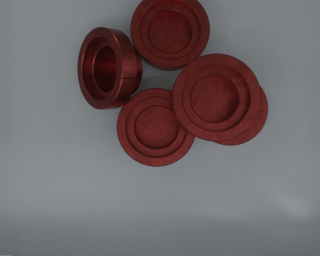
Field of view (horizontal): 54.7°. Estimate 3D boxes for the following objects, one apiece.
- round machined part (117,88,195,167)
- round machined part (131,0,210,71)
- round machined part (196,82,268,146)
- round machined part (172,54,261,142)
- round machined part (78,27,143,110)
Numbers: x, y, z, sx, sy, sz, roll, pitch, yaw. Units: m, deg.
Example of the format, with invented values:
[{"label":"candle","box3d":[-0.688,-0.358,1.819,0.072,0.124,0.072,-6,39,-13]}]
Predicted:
[{"label":"round machined part","box3d":[-0.004,-0.001,0.403,0.099,0.042,0.097,0,90,-1]},{"label":"round machined part","box3d":[0.013,-0.122,0.403,0.099,0.042,0.097,0,90,-1]},{"label":"round machined part","box3d":[0.093,-0.025,0.404,0.099,0.042,0.097,0,90,-1]},{"label":"round machined part","box3d":[0.063,-0.034,0.362,0.099,0.042,0.097,0,90,-1]},{"label":"round machined part","box3d":[-0.059,-0.072,0.384,0.042,0.098,0.097,-7,90,-43]}]
